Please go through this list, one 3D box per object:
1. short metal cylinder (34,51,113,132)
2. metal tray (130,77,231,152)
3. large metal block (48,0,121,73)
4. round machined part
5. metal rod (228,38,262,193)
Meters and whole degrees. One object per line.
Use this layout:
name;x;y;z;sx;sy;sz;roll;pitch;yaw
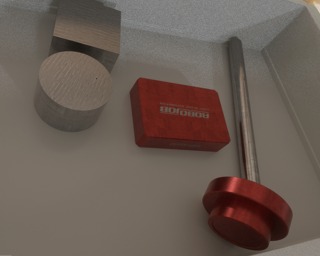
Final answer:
short metal cylinder;-0.101;-0.042;0.361;0.081;0.050;0.080;14;56;-21
metal tray;0.028;-0.017;0.429;0.131;0.030;0.090;5;59;-26
large metal block;-0.099;-0.123;0.412;0.081;0.050;0.080;11;57;-23
round machined part;0.093;0.102;0.350;0.098;0.098;0.042;36;58;-5
metal rod;0.133;-0.032;0.499;0.025;0.025;0.300;17;55;-19
